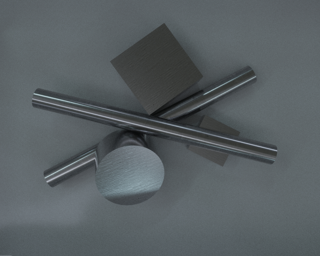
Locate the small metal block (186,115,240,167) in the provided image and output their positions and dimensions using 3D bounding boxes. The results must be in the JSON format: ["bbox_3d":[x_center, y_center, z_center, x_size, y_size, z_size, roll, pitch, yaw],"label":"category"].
[{"bbox_3d":[0.069,0.016,0.409,0.050,0.025,0.050,27,90,-1],"label":"small metal block"}]

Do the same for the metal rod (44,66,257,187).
[{"bbox_3d":[-0.012,-0.002,0.409,0.301,0.025,0.025,-27,90,-1],"label":"metal rod"}]

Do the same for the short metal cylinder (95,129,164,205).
[{"bbox_3d":[-0.039,0.047,0.383,0.081,0.050,0.079,-5,112,-11],"label":"short metal cylinder"}]

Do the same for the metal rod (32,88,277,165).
[{"bbox_3d":[-0.006,-0.002,0.385,0.302,0.025,0.025,14,90,-1],"label":"metal rod"}]

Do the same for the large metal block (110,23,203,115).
[{"bbox_3d":[-0.004,-0.071,0.397,0.080,0.050,0.080,-36,90,0],"label":"large metal block"}]
